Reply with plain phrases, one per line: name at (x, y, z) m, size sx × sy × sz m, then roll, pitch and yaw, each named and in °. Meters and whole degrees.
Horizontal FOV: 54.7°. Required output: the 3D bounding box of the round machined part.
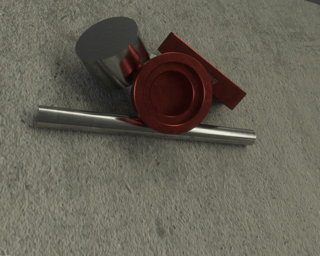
round machined part at (0.012, -0.043, 0.387) m, size 0.099 × 0.042 × 0.097 m, roll -2°, pitch 97°, yaw -16°

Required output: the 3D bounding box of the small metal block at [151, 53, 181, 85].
small metal block at (-0.002, -0.069, 0.428) m, size 0.050 × 0.050 × 0.025 m, roll 21°, pitch 54°, yaw -16°

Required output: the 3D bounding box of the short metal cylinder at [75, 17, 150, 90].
short metal cylinder at (-0.058, -0.094, 0.390) m, size 0.080 × 0.050 × 0.080 m, roll -10°, pitch 52°, yaw 13°

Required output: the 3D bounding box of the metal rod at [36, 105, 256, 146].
metal rod at (0.001, 0.001, 0.405) m, size 0.302 × 0.025 × 0.025 m, roll 6°, pitch 59°, yaw -25°

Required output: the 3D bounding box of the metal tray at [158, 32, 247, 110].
metal tray at (0.061, -0.083, 0.452) m, size 0.130 × 0.030 × 0.090 m, roll 39°, pitch 13°, yaw -2°
